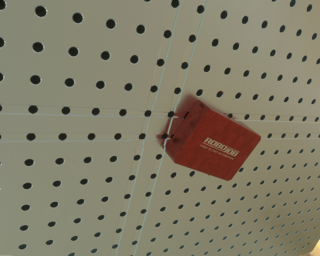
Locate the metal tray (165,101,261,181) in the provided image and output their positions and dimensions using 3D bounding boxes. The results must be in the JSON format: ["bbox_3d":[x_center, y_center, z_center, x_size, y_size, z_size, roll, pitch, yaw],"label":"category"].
[{"bbox_3d":[0.083,0.024,0.467,0.131,0.030,0.090,23,106,-37],"label":"metal tray"}]
